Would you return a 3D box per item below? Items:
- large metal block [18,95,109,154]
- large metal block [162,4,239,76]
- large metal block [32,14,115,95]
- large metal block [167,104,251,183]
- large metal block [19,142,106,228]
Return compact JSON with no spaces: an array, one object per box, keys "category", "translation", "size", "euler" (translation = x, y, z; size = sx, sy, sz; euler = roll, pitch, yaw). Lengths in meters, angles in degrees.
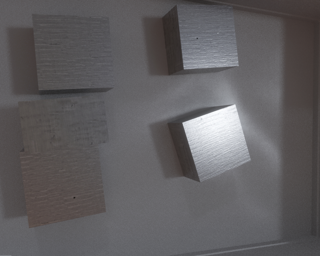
[{"category":"large metal block","translation":[-0.107,-0.005,0.342],"size":[0.081,0.080,0.050],"euler":[-7,93,-20]},{"category":"large metal block","translation":[0.054,-0.117,0.418],"size":[0.081,0.050,0.079],"euler":[-8,93,-20]},{"category":"large metal block","translation":[-0.101,-0.083,0.360],"size":[0.081,0.050,0.079],"euler":[-5,92,-20]},{"category":"large metal block","translation":[0.067,0.019,0.423],"size":[0.081,0.050,0.080],"euler":[-19,97,-19]},{"category":"large metal block","translation":[-0.111,0.060,0.357],"size":[0.081,0.050,0.079],"euler":[-7,93,-20]}]
